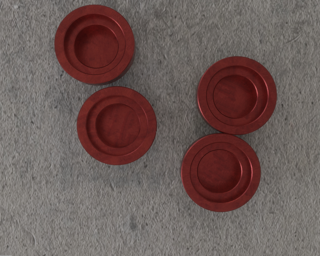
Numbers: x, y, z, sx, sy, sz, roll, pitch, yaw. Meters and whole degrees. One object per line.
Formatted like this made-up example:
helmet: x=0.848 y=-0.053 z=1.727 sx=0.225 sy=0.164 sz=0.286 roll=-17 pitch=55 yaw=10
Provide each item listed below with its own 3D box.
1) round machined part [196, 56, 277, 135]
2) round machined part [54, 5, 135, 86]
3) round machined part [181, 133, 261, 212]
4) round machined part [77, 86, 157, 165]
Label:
round machined part: x=0.095 y=-0.040 z=0.402 sx=0.099 sy=0.042 sz=0.097 roll=0 pitch=90 yaw=-1
round machined part: x=-0.080 y=-0.103 z=0.401 sx=0.099 sy=0.042 sz=0.097 roll=0 pitch=90 yaw=0
round machined part: x=0.075 y=0.055 z=0.402 sx=0.099 sy=0.042 sz=0.097 roll=0 pitch=90 yaw=0
round machined part: x=-0.053 y=-0.003 z=0.401 sx=0.099 sy=0.042 sz=0.097 roll=0 pitch=90 yaw=0
